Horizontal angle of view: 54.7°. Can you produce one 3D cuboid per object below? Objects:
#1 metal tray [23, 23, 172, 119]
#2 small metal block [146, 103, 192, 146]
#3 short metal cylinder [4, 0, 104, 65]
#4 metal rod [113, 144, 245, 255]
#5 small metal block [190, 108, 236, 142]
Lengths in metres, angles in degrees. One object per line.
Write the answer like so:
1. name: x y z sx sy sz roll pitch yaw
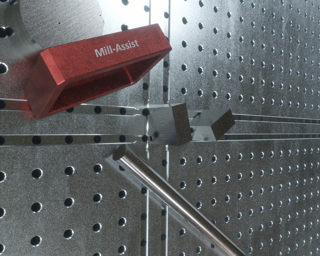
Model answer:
1. metal tray: -0.061 -0.058 0.313 0.131 0.090 0.030 -27 88 -37
2. small metal block: 0.012 -0.005 0.405 0.025 0.050 0.050 -18 102 -39
3. short metal cylinder: -0.104 -0.105 0.307 0.081 0.050 0.079 0 90 -40
4. metal rod: 0.042 0.122 0.447 0.300 0.025 0.025 46 62 -30
5. small metal block: 0.074 -0.005 0.457 0.050 0.050 0.025 -38 114 -34
